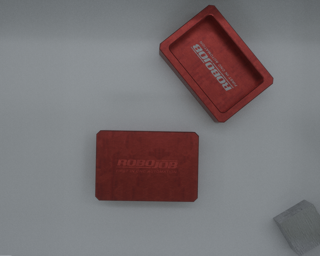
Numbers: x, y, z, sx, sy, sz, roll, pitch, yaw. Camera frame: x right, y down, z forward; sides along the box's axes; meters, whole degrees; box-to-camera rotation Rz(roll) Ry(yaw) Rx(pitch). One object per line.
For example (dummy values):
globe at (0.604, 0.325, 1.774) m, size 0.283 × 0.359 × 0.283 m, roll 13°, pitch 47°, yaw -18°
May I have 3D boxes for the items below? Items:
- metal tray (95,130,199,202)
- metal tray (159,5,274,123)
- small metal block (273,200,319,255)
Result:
metal tray at (-0.016, 0.049, 0.409) m, size 0.131 × 0.030 × 0.089 m, roll 1°, pitch 90°, yaw -1°
metal tray at (0.072, -0.082, 0.409) m, size 0.090 × 0.030 × 0.130 m, roll -39°, pitch 91°, yaw -1°
small metal block at (0.190, 0.133, 0.414) m, size 0.050 × 0.025 × 0.050 m, roll -31°, pitch 90°, yaw -1°
